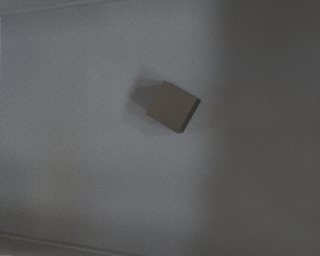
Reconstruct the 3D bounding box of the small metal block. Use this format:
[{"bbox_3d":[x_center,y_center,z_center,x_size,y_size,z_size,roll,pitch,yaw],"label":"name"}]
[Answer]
[{"bbox_3d":[0.018,-0.027,0.405,0.050,0.025,0.050,32,100,17],"label":"small metal block"}]
